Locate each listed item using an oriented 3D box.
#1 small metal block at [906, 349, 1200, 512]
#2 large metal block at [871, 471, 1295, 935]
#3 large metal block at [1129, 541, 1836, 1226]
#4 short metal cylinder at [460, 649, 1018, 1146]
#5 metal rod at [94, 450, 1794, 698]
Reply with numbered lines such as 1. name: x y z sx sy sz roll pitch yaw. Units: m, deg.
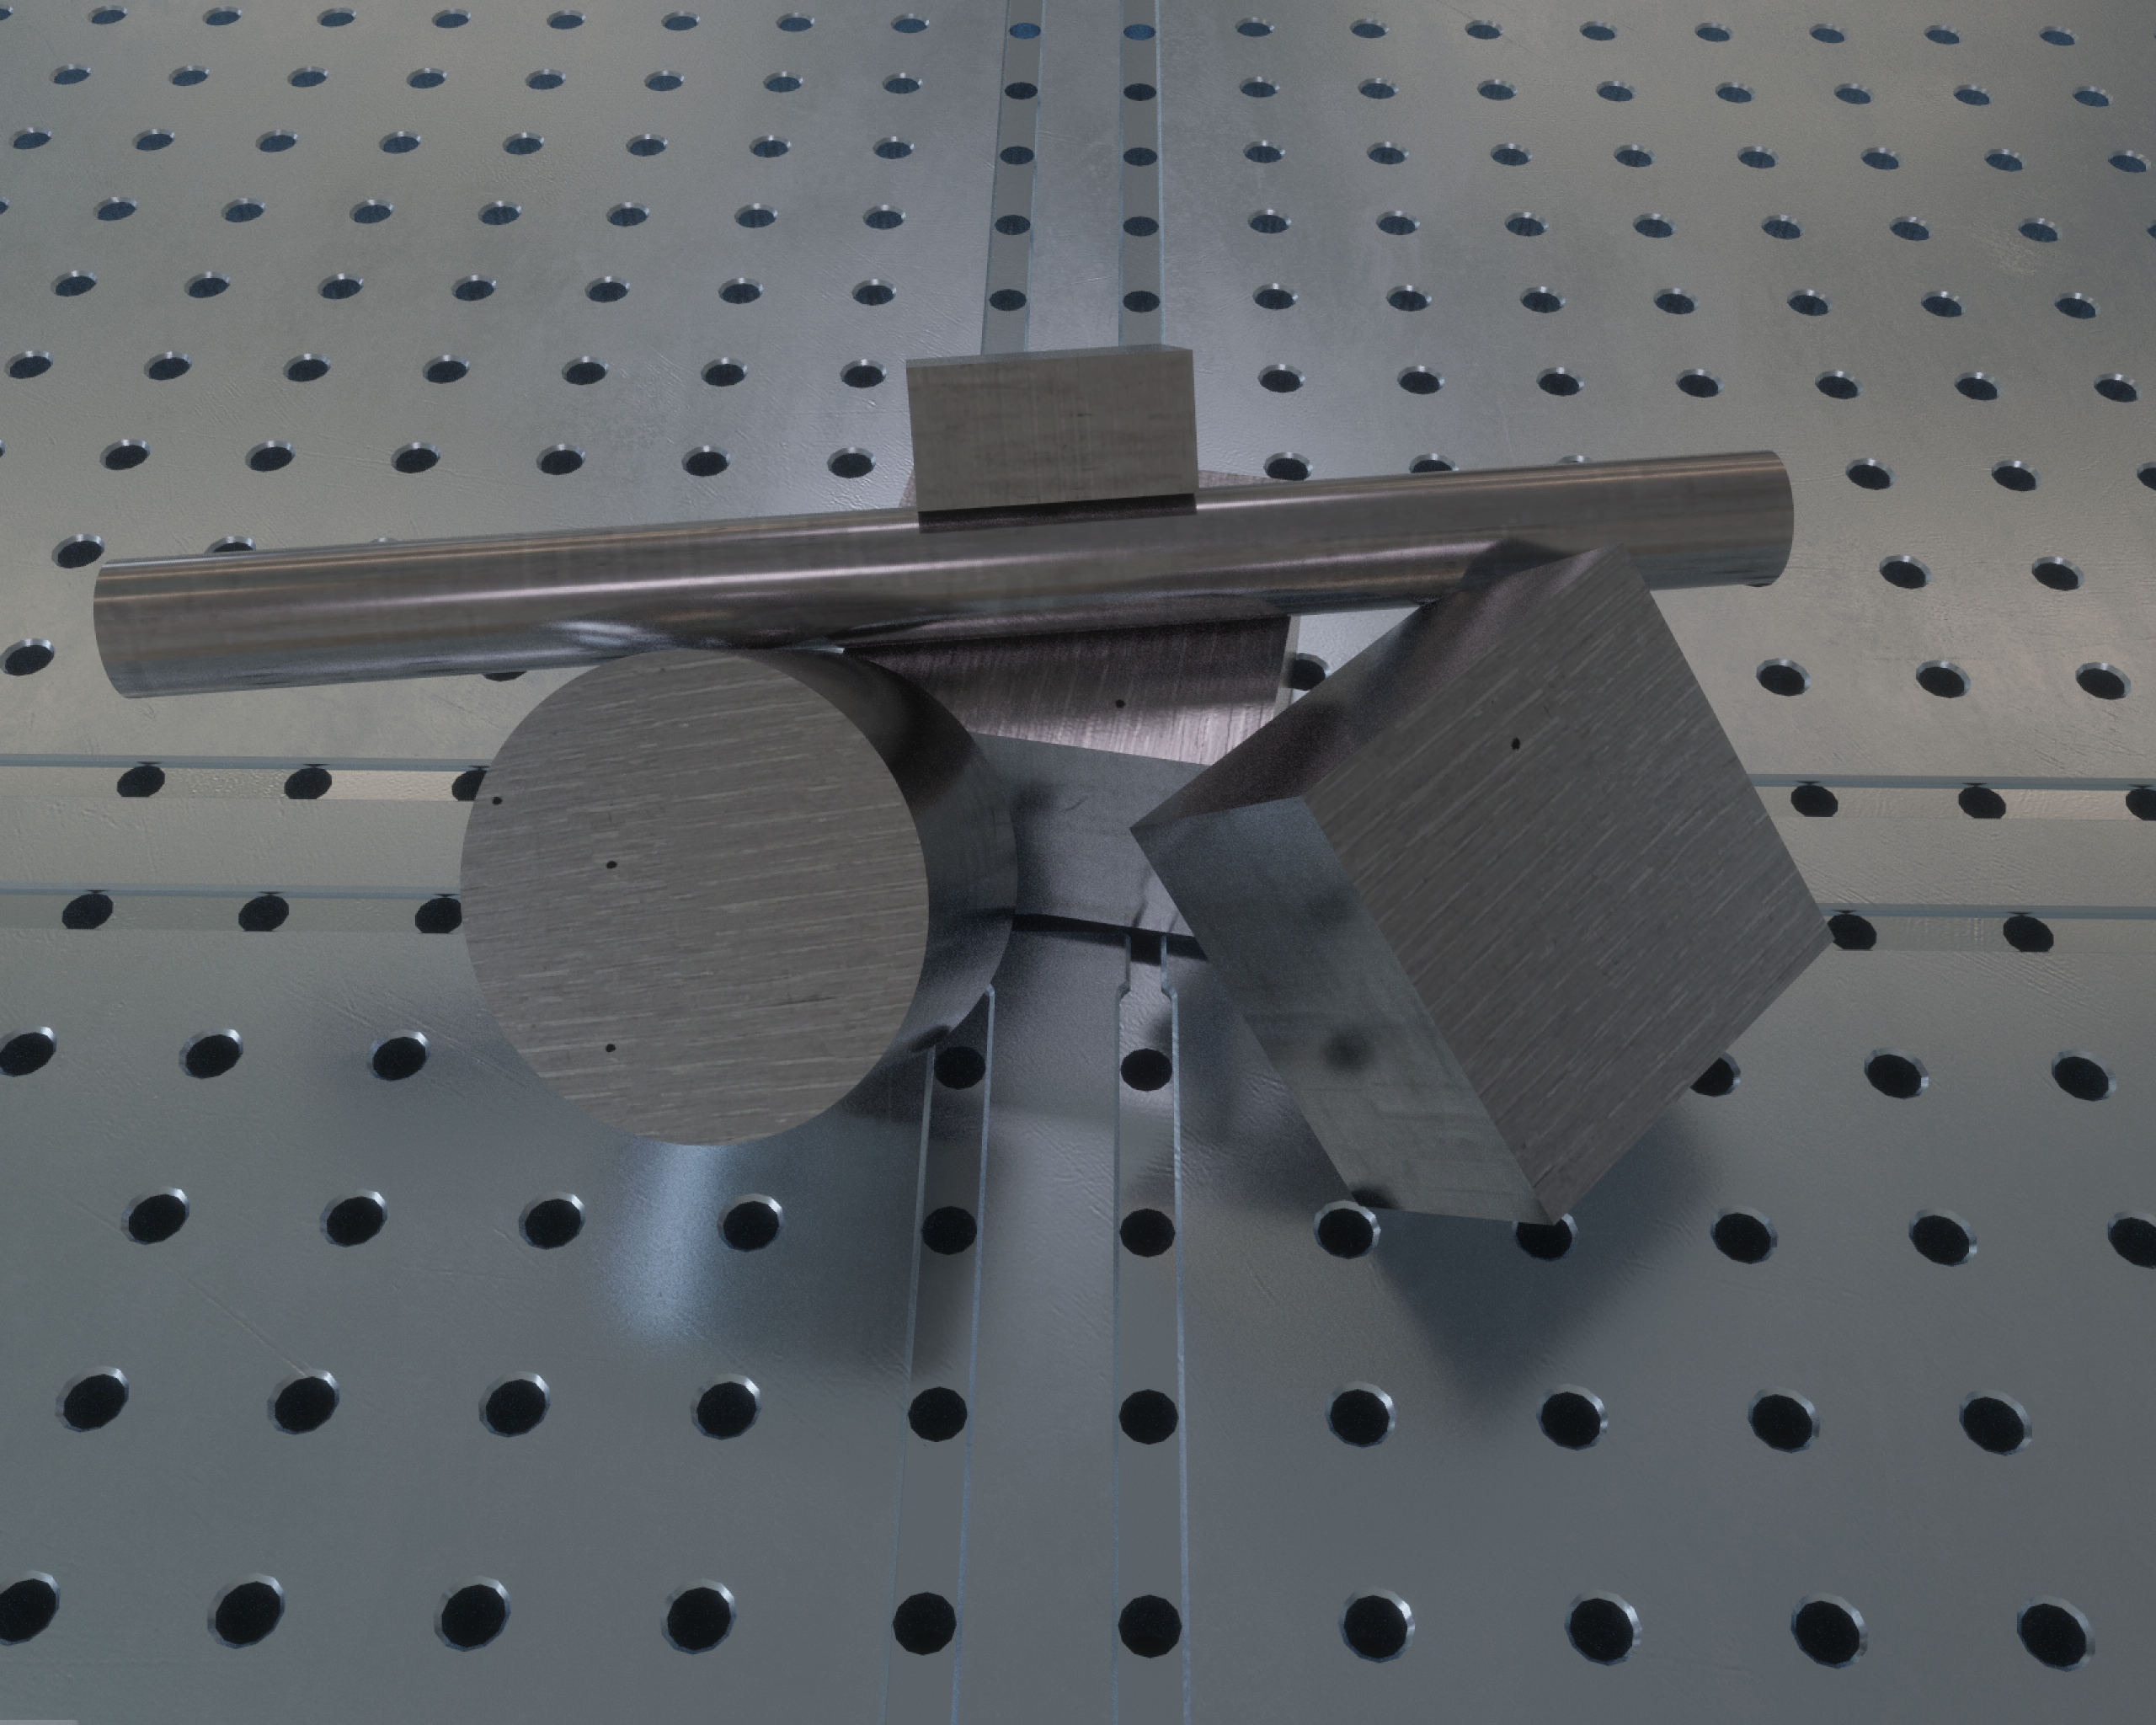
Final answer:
1. small metal block: -0.006 -0.083 0.392 0.050 0.025 0.050 -5 15 -4
2. large metal block: 0.001 -0.036 0.416 0.080 0.050 0.080 8 51 7
3. large metal block: 0.070 0.004 0.356 0.080 0.050 0.080 -38 103 -27
4. short metal cylinder: -0.056 0.004 0.356 0.080 0.079 0.050 15 9 12
5. metal rod: -0.020 -0.053 0.383 0.302 0.025 0.025 -4 50 -4
